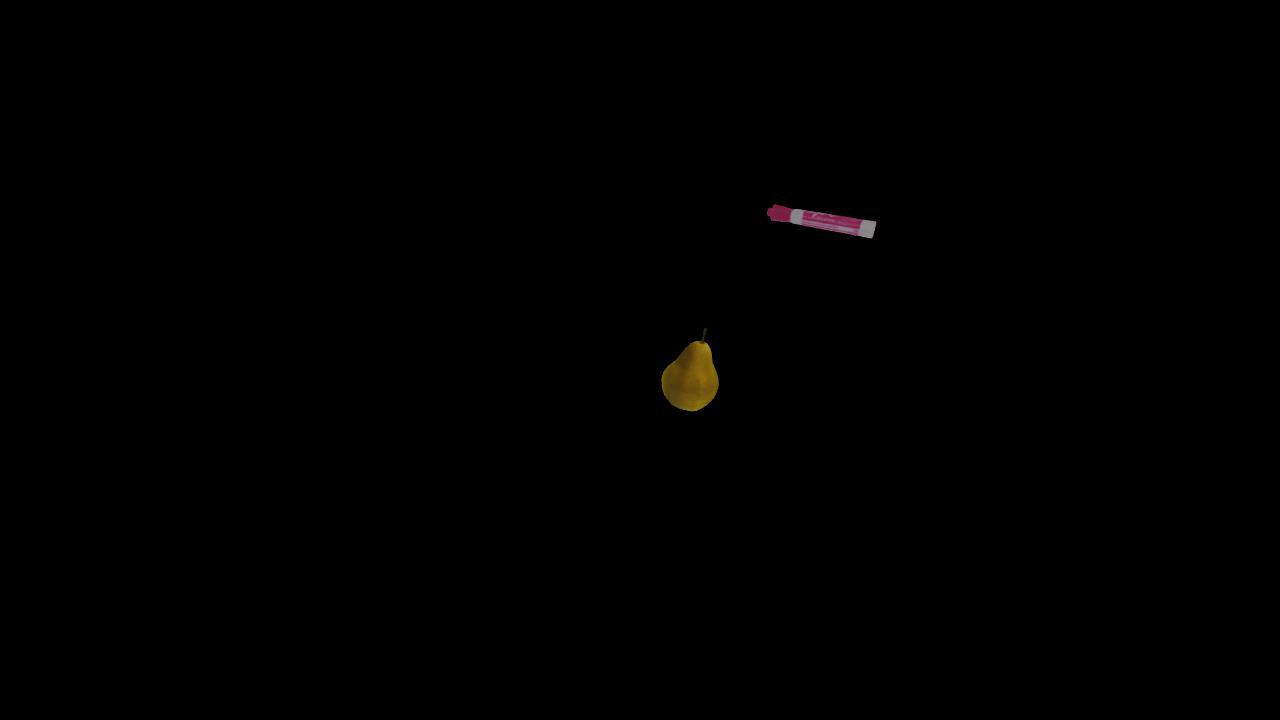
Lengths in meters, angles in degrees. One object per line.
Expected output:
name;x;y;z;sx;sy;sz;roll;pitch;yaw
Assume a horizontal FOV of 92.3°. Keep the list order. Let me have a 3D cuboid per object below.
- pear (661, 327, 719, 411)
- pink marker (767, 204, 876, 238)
pear;0.071;0.013;0.807;0.080;0.111;0.080;5;39;-4
pink marker;0.205;-0.159;0.701;0.121;0.020;0.020;15;5;20
